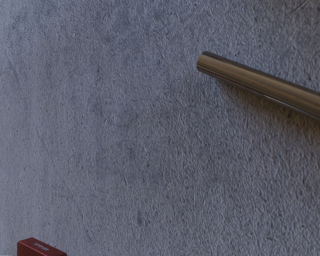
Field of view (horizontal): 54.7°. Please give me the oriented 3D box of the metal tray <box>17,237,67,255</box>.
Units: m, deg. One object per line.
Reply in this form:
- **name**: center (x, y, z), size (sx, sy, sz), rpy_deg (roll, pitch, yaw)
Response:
- **metal tray**: center (-0.226, 0.270, 0.589), size (0.130, 0.030, 0.089), rpy_deg (1, 91, 40)

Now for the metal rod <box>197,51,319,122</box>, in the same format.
- **metal rod**: center (0.156, -0.013, 0.276), size (0.300, 0.025, 0.025), rpy_deg (32, 110, 35)
